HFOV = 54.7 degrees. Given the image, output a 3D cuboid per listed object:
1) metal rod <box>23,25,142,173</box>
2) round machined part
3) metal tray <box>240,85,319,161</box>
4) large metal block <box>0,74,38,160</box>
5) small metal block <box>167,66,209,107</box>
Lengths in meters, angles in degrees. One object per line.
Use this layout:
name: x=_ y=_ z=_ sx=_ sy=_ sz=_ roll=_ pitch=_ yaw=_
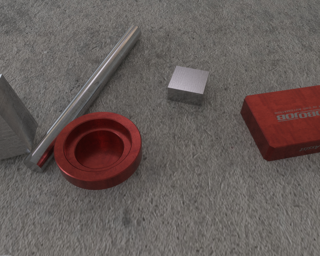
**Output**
metal rod: x=-0.097 y=-0.062 z=0.454 sx=0.025 sy=0.025 sz=0.301 roll=16 pitch=52 yaw=13
round machined part: x=-0.070 y=0.030 z=0.366 sx=0.099 sy=0.042 sz=0.098 roll=0 pitch=50 yaw=0
metal tray: x=0.186 y=-0.010 z=0.410 sx=0.131 sy=0.030 sz=0.090 roll=-9 pitch=51 yaw=-8
large metal block: x=-0.203 y=-0.006 z=0.357 sx=0.080 sy=0.080 sz=0.050 roll=-14 pitch=43 yaw=4
small metal block: x=0.042 y=-0.062 z=0.456 sx=0.050 sy=0.025 sz=0.050 roll=12 pitch=51 yaw=10
